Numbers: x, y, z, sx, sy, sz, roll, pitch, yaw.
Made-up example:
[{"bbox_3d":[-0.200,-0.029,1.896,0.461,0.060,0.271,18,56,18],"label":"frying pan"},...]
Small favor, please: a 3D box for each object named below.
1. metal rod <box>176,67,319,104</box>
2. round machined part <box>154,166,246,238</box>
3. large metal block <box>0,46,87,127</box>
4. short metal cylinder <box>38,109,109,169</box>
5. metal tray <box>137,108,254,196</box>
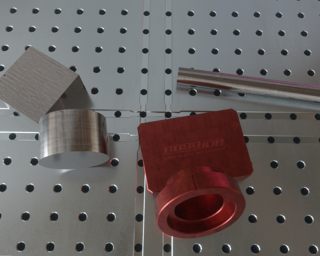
[{"bbox_3d":[0.174,-0.053,0.433,0.302,0.025,0.025,8,70,2],"label":"metal rod"},{"bbox_3d":[0.042,0.080,0.351,0.099,0.097,0.042,-10,43,-4],"label":"round machined part"},{"bbox_3d":[-0.159,-0.049,0.414,0.080,0.050,0.080,31,73,10],"label":"large metal block"},{"bbox_3d":[-0.104,0.016,0.375,0.081,0.080,0.050,-7,70,-3],"label":"short metal cylinder"},{"bbox_3d":[0.043,0.030,0.399,0.131,0.030,0.090,-9,70,-4],"label":"metal tray"}]
